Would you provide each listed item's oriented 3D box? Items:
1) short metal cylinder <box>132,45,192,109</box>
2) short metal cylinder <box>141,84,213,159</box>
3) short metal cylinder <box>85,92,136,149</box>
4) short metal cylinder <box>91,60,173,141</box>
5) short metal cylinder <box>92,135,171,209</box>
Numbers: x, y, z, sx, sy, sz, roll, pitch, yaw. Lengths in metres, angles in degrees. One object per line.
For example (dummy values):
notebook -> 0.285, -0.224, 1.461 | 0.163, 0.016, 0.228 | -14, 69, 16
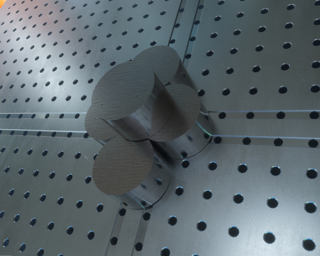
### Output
short metal cylinder -> -0.002, -0.068, 0.434 | 0.080, 0.050, 0.080 | -12, 57, 20
short metal cylinder -> 0.020, -0.008, 0.386 | 0.080, 0.050, 0.080 | -13, 56, 21
short metal cylinder -> -0.055, -0.008, 0.426 | 0.080, 0.050, 0.080 | -13, 56, 21
short metal cylinder -> -0.032, -0.032, 0.363 | 0.080, 0.050, 0.080 | -13, 56, 21
short metal cylinder -> -0.034, 0.052, 0.377 | 0.080, 0.050, 0.080 | -13, 54, 20
